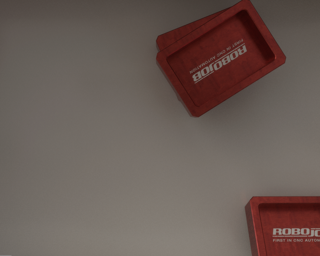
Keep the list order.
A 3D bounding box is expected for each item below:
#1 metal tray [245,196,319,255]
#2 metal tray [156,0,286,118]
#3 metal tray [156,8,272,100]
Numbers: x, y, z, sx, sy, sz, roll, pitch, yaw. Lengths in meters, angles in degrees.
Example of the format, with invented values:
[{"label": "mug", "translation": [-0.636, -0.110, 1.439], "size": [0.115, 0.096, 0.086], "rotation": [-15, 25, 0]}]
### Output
[{"label": "metal tray", "translation": [0.180, 0.134, 0.388], "size": [0.131, 0.030, 0.090], "rotation": [0, 58, 0]}, {"label": "metal tray", "translation": [0.072, -0.082, 0.378], "size": [0.130, 0.030, 0.090], "rotation": [-32, 90, 0]}, {"label": "metal tray", "translation": [0.071, -0.099, 0.409], "size": [0.131, 0.030, 0.090], "rotation": [-22, 90, 0]}]
